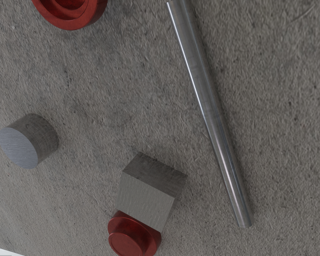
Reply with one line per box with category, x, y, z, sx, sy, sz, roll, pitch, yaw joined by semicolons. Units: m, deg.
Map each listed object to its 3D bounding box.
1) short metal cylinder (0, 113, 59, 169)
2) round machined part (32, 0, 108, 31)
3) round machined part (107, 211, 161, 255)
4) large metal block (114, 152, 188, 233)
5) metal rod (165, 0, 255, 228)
short metal cylinder;-0.219;0.022;0.520;0.080;0.050;0.079;13;124;21
round machined part;-0.098;-0.163;0.347;0.098;0.042;0.097;13;124;21
round machined part;-0.051;0.194;0.543;0.098;0.042;0.097;13;124;21
large metal block;-0.014;0.094;0.457;0.080;0.050;0.079;25;127;12
metal rod;0.067;-0.002;0.370;0.025;0.025;0.299;-7;115;31
